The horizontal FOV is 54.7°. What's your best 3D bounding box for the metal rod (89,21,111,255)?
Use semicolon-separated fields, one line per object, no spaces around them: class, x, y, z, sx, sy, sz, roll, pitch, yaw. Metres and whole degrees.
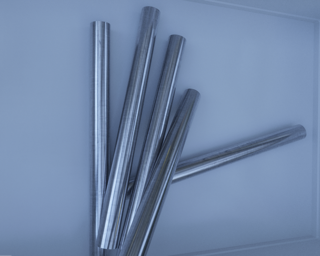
metal rod;-0.074;0.021;0.383;0.025;0.025;0.298;0;90;-20

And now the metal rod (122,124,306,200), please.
metal rod;0.087;0.043;0.444;0.302;0.025;0.025;-15;96;-20

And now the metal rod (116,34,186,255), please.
metal rod;-0.009;0.022;0.388;0.025;0.025;0.299;18;77;-20

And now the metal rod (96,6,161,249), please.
metal rod;-0.037;-0.008;0.383;0.025;0.025;0.299;13;80;-20

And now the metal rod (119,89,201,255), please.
metal rod;-0.003;0.069;0.346;0.025;0.025;0.300;35;54;-17
